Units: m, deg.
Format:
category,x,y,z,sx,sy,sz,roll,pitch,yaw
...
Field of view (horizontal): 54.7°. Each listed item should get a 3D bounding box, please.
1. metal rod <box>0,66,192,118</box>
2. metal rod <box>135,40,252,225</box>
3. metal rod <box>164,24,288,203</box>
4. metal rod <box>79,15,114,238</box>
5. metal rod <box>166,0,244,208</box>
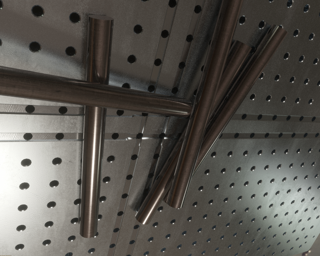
category,x,y,z,sx,sy,sz,roll,pitch,yaw
metal rod,-0.080,-0.035,0.306,0.302,0.025,0.025,5,117,-41
metal rod,0.041,0.016,0.445,0.025,0.025,0.298,17,109,-35
metal rod,0.087,-0.010,0.454,0.025,0.025,0.298,21,107,-36
metal rod,-0.081,0.019,0.379,0.025,0.025,0.298,-5,121,-26
metal rod,0.056,-0.029,0.403,0.025,0.025,0.298,3,110,-31
